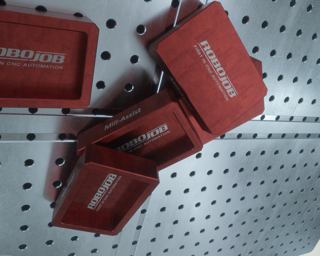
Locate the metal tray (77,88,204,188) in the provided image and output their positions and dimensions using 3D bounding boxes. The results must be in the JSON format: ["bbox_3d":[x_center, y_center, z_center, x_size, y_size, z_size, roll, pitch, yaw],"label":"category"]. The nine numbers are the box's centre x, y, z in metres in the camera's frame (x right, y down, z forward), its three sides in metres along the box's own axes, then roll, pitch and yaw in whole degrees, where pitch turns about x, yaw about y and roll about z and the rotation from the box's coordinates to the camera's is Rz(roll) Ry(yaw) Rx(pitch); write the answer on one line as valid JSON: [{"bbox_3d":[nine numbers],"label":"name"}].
[{"bbox_3d":[-0.023,0.018,0.383,0.130,0.030,0.090,-27,130,9],"label":"metal tray"}]

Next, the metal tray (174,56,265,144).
[{"bbox_3d":[0.081,-0.035,0.430,0.131,0.030,0.090,-27,128,-12],"label":"metal tray"}]

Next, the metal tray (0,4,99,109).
[{"bbox_3d":[-0.130,-0.066,0.295,0.131,0.030,0.089,-1,119,-28],"label":"metal tray"}]

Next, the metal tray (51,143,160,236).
[{"bbox_3d":[-0.070,0.082,0.385,0.091,0.030,0.129,19,126,-23],"label":"metal tray"}]

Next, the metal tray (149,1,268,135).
[{"bbox_3d":[0.060,-0.068,0.368,0.090,0.030,0.130,-39,110,-7],"label":"metal tray"}]
